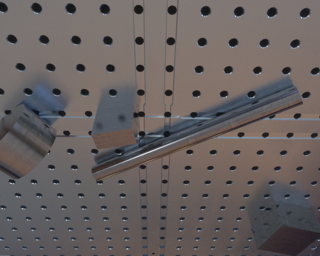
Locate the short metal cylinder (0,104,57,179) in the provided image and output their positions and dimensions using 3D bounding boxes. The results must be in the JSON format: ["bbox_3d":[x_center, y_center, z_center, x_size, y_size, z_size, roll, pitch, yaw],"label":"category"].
[{"bbox_3d":[-0.178,0.017,0.387,0.080,0.080,0.050,-30,124,22],"label":"short metal cylinder"}]

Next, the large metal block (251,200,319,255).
[{"bbox_3d":[0.223,0.180,0.552,0.081,0.050,0.079,15,129,-13],"label":"large metal block"}]

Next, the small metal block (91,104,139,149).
[{"bbox_3d":[-0.055,-0.002,0.392,0.050,0.050,0.025,-8,130,6],"label":"small metal block"}]

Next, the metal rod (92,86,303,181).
[{"bbox_3d":[0.037,0.014,0.423,0.300,0.025,0.025,-22,127,17],"label":"metal rod"}]
